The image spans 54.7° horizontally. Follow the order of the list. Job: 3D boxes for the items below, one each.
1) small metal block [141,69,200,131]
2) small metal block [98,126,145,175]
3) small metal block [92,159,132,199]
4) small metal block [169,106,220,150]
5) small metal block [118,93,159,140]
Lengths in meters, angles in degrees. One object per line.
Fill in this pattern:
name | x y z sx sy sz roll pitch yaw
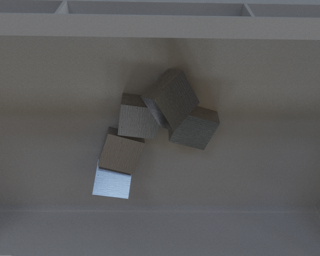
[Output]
small metal block | 0.013 -0.033 0.362 0.050 0.025 0.050 -48 128 -19
small metal block | -0.053 0.031 0.425 0.050 0.025 0.050 16 110 -13
small metal block | -0.069 0.076 0.453 0.050 0.050 0.025 9 164 -8
small metal block | 0.044 -0.002 0.408 0.050 0.025 0.050 14 129 -12
small metal block | -0.026 -0.014 0.396 0.050 0.025 0.050 7 130 -6
